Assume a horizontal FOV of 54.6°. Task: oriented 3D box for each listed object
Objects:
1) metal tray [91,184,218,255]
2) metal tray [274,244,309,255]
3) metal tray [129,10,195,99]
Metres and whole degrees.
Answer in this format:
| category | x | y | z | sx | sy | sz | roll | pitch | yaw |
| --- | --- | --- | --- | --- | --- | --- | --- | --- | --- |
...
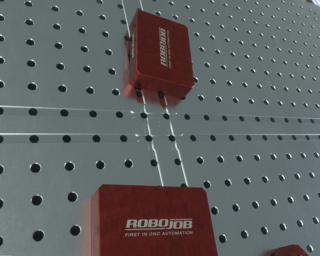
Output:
| category | x | y | z | sx | sy | sz | roll | pitch | yaw |
| --- | --- | --- | --- | --- | --- | --- | --- | --- | --- |
| metal tray | -0.005 | 0.110 | 0.334 | 0.131 | 0.030 | 0.090 | 7 | 59 | -25 |
| metal tray | 0.182 | 0.219 | 0.368 | 0.130 | 0.030 | 0.090 | 47 | 51 | 4 |
| metal tray | 0.001 | -0.114 | 0.475 | 0.091 | 0.030 | 0.130 | 11 | 57 | -22 |
